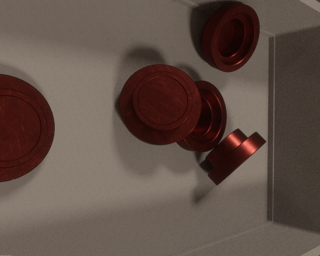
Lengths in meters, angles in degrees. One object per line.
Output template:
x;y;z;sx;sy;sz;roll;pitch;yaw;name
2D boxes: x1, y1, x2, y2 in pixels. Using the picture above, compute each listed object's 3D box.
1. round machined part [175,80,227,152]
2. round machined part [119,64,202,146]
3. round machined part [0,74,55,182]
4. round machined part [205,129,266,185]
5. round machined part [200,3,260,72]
0.047;-0.016;0.437;0.099;0.042;0.097;0;90;-40;round machined part
0.001;-0.029;0.368;0.099;0.042;0.097;1;84;-6;round machined part
-0.142;0.000;0.277;0.099;0.042;0.097;0;90;-40;round machined part
0.107;0.038;0.465;0.099;0.097;0.042;-31;72;-36;round machined part
0.100;-0.137;0.467;0.099;0.042;0.097;-19;125;-29;round machined part
